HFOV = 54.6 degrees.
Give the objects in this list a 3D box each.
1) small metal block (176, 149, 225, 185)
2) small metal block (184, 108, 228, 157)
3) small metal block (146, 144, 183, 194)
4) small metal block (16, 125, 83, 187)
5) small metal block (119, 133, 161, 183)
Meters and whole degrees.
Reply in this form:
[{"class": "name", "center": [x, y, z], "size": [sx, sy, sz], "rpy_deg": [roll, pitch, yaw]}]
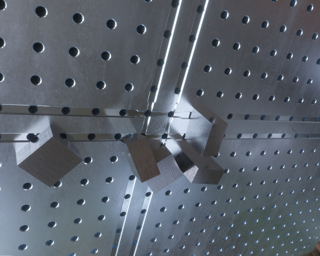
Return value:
[{"class": "small metal block", "center": [0.059, 0.058, 0.462], "size": [0.050, 0.050, 0.025], "rpy_deg": [10, 114, -33]}, {"class": "small metal block", "center": [0.063, 0.005, 0.431], "size": [0.025, 0.050, 0.050], "rpy_deg": [-1, 119, -28]}, {"class": "small metal block", "center": [-0.001, 0.060, 0.447], "size": [0.050, 0.025, 0.050], "rpy_deg": [-32, 129, -7]}, {"class": "small metal block", "center": [-0.128, 0.034, 0.362], "size": [0.050, 0.025, 0.050], "rpy_deg": [-40, 129, -1]}, {"class": "small metal block", "center": [-0.026, 0.036, 0.391], "size": [0.025, 0.050, 0.050], "rpy_deg": [-23, 101, -14]}]
